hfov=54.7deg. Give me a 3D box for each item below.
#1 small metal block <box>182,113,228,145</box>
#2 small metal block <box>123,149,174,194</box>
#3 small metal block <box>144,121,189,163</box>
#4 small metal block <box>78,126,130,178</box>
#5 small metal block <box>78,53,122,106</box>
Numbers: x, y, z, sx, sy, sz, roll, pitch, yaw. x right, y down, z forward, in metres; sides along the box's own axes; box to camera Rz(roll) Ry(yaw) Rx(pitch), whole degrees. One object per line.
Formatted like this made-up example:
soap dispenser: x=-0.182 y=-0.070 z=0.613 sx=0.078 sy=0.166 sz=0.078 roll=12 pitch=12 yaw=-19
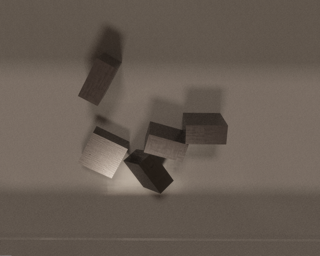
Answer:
small metal block: x=0.056 y=0.000 z=0.399 sx=0.050 sy=0.050 sz=0.025 roll=1 pitch=110 yaw=-1
small metal block: x=-0.016 y=0.057 z=0.416 sx=0.025 sy=0.050 sz=0.050 roll=-42 pitch=109 yaw=-22
small metal block: x=0.007 y=0.017 z=0.404 sx=0.050 sy=0.050 sz=0.025 roll=16 pitch=109 yaw=-6
small metal block: x=-0.076 y=0.033 z=0.423 sx=0.050 sy=0.025 sz=0.050 roll=27 pitch=108 yaw=-10
small metal block: x=-0.071 y=-0.060 z=0.375 sx=0.025 sy=0.050 sz=0.050 roll=28 pitch=108 yaw=-10
